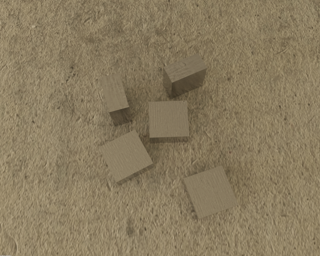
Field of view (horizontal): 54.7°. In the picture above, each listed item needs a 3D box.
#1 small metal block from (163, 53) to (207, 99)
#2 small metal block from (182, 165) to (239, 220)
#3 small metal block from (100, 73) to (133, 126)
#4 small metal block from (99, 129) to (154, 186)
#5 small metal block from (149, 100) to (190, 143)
[{"bbox_3d":[0.033,-0.069,0.420,0.050,0.050,0.025,-24,72,-9],"label":"small metal block"},{"bbox_3d":[0.060,0.079,0.379,0.050,0.025,0.050,-18,71,-7],"label":"small metal block"},{"bbox_3d":[-0.057,-0.036,0.408,0.025,0.050,0.050,-16,71,-6],"label":"small metal block"},{"bbox_3d":[-0.042,0.038,0.394,0.050,0.025,0.050,-27,72,-10],"label":"small metal block"},{"bbox_3d":[0.011,-0.008,0.411,0.050,0.025,0.050,-2,70,-1],"label":"small metal block"}]
